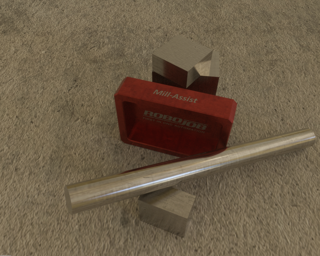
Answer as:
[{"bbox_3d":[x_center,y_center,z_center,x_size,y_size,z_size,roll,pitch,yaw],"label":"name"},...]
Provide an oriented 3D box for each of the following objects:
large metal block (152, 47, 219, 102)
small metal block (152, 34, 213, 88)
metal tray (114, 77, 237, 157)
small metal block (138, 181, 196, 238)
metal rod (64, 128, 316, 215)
[{"bbox_3d":[0.033,-0.058,0.417,0.080,0.080,0.050,5,50,4],"label":"large metal block"},{"bbox_3d":[0.026,-0.080,0.367,0.050,0.025,0.050,32,57,23],"label":"small metal block"},{"bbox_3d":[0.016,-0.006,0.365,0.131,0.089,0.030,14,51,11],"label":"metal tray"},{"bbox_3d":[0.007,0.083,0.317,0.050,0.050,0.025,18,52,14],"label":"small metal block"},{"bbox_3d":[0.056,0.036,0.327,0.303,0.025,0.025,-10,50,-27],"label":"metal rod"}]
